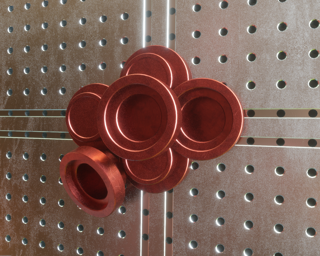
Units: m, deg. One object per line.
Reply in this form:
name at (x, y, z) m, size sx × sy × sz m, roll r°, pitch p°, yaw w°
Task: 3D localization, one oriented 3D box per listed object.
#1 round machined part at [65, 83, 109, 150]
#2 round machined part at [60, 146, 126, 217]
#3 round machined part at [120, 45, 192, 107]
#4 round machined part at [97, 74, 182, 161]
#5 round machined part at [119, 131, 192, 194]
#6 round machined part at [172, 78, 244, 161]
round machined part at (-0.092, -0.014, 0.437) m, size 0.098 × 0.042 × 0.097 m, roll 0°, pitch 90°, yaw 20°
round machined part at (-0.085, 0.068, 0.420) m, size 0.098 × 0.042 × 0.097 m, roll 15°, pitch 120°, yaw 28°
round machined part at (-0.010, -0.060, 0.408) m, size 0.098 × 0.042 × 0.097 m, roll 0°, pitch 90°, yaw 20°
round machined part at (-0.021, -0.012, 0.366) m, size 0.098 × 0.042 × 0.097 m, roll 0°, pitch 90°, yaw 20°
round machined part at (-0.010, 0.038, 0.407) m, size 0.098 × 0.042 × 0.097 m, roll 0°, pitch 90°, yaw 20°
round machined part at (0.054, -0.010, 0.384) m, size 0.098 × 0.042 × 0.097 m, roll 0°, pitch 90°, yaw 20°
